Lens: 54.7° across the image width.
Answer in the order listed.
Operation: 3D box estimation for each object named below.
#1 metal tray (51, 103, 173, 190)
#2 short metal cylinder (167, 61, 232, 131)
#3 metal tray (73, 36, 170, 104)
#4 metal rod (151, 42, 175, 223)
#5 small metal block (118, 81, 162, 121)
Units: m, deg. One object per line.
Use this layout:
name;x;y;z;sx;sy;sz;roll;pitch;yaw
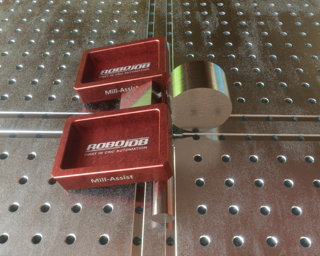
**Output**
metal tray;-0.052;0.021;0.364;0.131;0.030;0.090;-8;50;9
short metal cylinder;0.049;-0.040;0.401;0.081;0.080;0.050;0;50;0
metal tray;-0.053;-0.086;0.454;0.131;0.030;0.090;-8;49;9
metal rod;0.004;-0.020;0.419;0.025;0.025;0.300;0;50;0
small metal block;-0.026;-0.029;0.413;0.050;0.025;0.050;-21;45;24
